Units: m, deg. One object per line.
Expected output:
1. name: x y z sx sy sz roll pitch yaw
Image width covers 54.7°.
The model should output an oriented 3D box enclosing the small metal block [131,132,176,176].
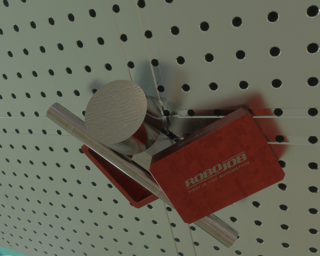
1. small metal block: -0.001 0.035 0.411 0.050 0.050 0.025 35 129 5

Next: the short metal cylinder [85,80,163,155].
1. short metal cylinder: -0.043 -0.012 0.378 0.080 0.080 0.050 8 164 24

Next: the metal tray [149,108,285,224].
1. metal tray: 0.065 0.046 0.365 0.130 0.030 0.090 -30 103 12

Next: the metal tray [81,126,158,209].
1. metal tray: -0.044 0.052 0.458 0.130 0.030 0.090 49 129 -7

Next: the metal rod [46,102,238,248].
1. metal rod: -0.027 0.061 0.419 0.301 0.025 0.025 35 129 4
